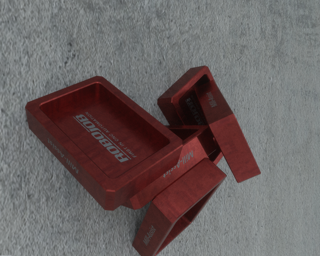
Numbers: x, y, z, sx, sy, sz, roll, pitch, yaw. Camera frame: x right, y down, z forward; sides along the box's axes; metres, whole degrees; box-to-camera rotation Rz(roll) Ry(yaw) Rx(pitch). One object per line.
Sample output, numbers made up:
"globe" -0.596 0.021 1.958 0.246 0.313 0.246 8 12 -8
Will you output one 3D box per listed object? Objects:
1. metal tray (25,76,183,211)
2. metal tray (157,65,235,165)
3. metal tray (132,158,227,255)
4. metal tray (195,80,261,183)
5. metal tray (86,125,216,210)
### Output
"metal tray" -0.055 0.006 0.300 0.091 0.130 0.030 -31 148 -36
"metal tray" 0.061 -0.014 0.456 0.090 0.030 0.130 -46 118 -30
"metal tray" 0.020 0.100 0.368 0.091 0.030 0.129 -31 154 -35
"metal tray" 0.085 -0.001 0.407 0.090 0.030 0.130 59 12 -24
"metal tray" -0.009 0.037 0.358 0.131 0.090 0.030 -31 110 -36
